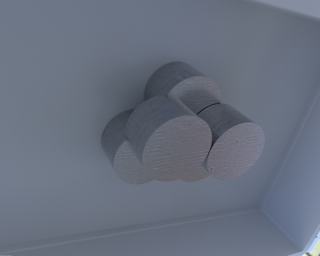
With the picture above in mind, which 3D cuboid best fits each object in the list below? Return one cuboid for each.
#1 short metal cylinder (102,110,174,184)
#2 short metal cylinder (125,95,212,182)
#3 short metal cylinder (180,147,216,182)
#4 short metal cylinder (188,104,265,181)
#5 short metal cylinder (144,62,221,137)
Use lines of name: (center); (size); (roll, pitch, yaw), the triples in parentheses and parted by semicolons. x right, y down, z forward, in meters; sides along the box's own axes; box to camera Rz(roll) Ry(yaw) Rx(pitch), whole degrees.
short metal cylinder: (-0.027, 0.024, 0.390); (0.081, 0.050, 0.079); (-14, 124, -21)
short metal cylinder: (0.009, 0.011, 0.337); (0.081, 0.050, 0.079); (-14, 124, -21)
short metal cylinder: (0.044, 0.028, 0.431); (0.081, 0.050, 0.079); (-14, 124, -21)
short metal cylinder: (0.079, 0.017, 0.378); (0.081, 0.050, 0.079); (-14, 124, -21)
short metal cylinder: (0.027, -0.035, 0.384); (0.081, 0.050, 0.079); (-14, 124, -21)
